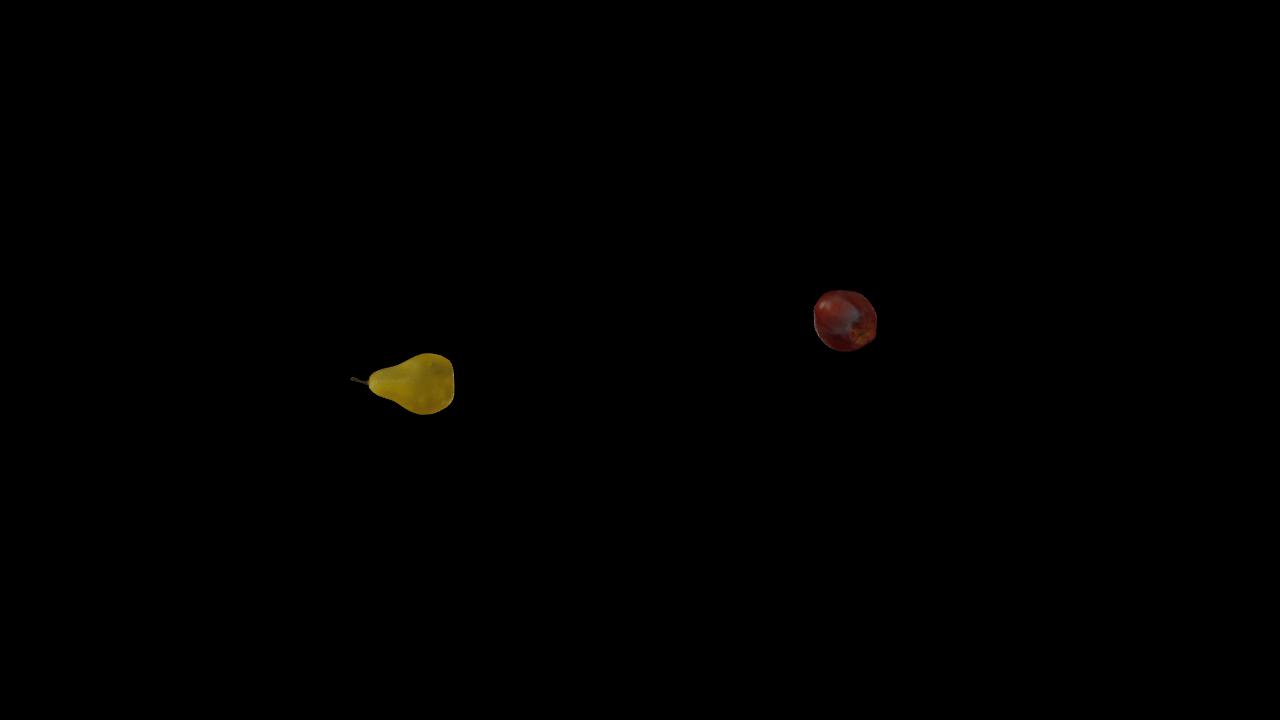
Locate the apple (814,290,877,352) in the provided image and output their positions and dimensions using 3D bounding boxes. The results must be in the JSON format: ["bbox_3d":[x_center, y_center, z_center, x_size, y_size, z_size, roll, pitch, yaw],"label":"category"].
[{"bbox_3d":[0.267,-0.051,0.807,0.079,0.079,0.093,0,26,-19],"label":"apple"}]

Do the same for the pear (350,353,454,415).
[{"bbox_3d":[-0.275,0.029,0.721,0.111,0.080,0.080,-2,1,-16],"label":"pear"}]
